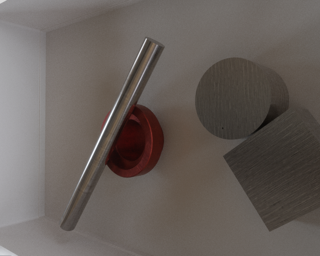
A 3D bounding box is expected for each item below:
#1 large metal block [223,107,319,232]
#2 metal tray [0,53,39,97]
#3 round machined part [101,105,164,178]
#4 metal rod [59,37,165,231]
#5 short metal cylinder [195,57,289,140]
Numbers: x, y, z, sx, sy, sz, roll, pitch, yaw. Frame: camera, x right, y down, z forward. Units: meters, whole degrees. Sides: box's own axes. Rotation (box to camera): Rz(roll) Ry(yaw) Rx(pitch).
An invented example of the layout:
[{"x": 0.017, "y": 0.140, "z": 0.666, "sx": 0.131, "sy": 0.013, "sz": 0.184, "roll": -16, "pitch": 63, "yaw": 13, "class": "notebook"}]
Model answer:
[{"x": 0.121, "y": 0.037, "z": 0.290, "sx": 0.080, "sy": 0.050, "sz": 0.080, "roll": -42, "pitch": 65, "yaw": 31, "class": "large metal block"}, {"x": -0.313, "y": -0.102, "z": 0.624, "sx": 0.130, "sy": 0.030, "sz": 0.090, "roll": 0, "pitch": 48, "yaw": 41, "class": "metal tray"}, {"x": -0.034, "y": 0.016, "z": 0.421, "sx": 0.098, "sy": 0.042, "sz": 0.097, "roll": 0, "pitch": 90, "yaw": 39, "class": "round machined part"}, {"x": -0.072, "y": 0.023, "z": 0.409, "sx": 0.025, "sy": 0.025, "sz": 0.298, "roll": 43, "pitch": 115, "yaw": 31, "class": "metal rod"}, {"x": 0.084, "y": -0.029, "z": 0.320, "sx": 0.080, "sy": 0.050, "sz": 0.079, "roll": 0, "pitch": 90, "yaw": 39, "class": "short metal cylinder"}]
